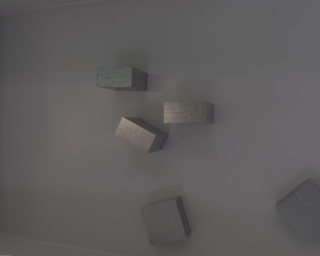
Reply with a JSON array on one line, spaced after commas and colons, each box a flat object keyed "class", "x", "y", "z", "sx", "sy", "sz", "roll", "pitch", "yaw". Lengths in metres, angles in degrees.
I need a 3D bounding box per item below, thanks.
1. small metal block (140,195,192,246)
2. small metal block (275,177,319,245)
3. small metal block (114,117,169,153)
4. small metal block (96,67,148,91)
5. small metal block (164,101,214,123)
[{"class": "small metal block", "x": 0.008, "y": 0.121, "z": 0.408, "sx": 0.050, "sy": 0.025, "sz": 0.050, "roll": -19, "pitch": 84, "yaw": 19}, {"class": "small metal block", "x": 0.169, "y": 0.093, "z": 0.351, "sx": 0.050, "sy": 0.025, "sz": 0.050, "roll": -44, "pitch": 77, "yaw": 14}, {"class": "small metal block", "x": -0.023, "y": 0.008, "z": 0.405, "sx": 0.050, "sy": 0.050, "sz": 0.025, "roll": 28, "pitch": 100, "yaw": 17}, {"class": "small metal block", "x": -0.050, "y": -0.065, "z": 0.415, "sx": 0.050, "sy": 0.050, "sz": 0.025, "roll": 4, "pitch": 91, "yaw": 20}, {"class": "small metal block", "x": 0.037, "y": -0.018, "z": 0.384, "sx": 0.050, "sy": 0.050, "sz": 0.025, "roll": 0, "pitch": 90, "yaw": 20}]
